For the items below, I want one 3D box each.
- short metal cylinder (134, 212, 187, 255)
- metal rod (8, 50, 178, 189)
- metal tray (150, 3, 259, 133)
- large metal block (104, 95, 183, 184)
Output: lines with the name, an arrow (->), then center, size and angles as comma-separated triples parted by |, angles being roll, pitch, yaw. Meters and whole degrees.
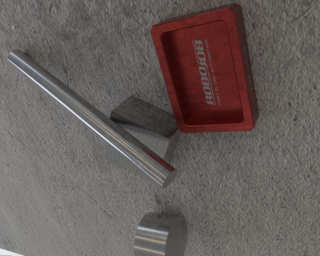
short metal cylinder -> 0.003, 0.174, 0.477 | 0.050, 0.080, 0.080 | 2, 119, 27
metal rod -> -0.100, -0.025, 0.394 | 0.300, 0.025, 0.025 | 35, 131, 24
metal tray -> 0.051, -0.059, 0.340 | 0.090, 0.030, 0.129 | -3, 117, 29
large metal block -> -0.022, 0.015, 0.412 | 0.080, 0.050, 0.079 | 25, 127, 12
